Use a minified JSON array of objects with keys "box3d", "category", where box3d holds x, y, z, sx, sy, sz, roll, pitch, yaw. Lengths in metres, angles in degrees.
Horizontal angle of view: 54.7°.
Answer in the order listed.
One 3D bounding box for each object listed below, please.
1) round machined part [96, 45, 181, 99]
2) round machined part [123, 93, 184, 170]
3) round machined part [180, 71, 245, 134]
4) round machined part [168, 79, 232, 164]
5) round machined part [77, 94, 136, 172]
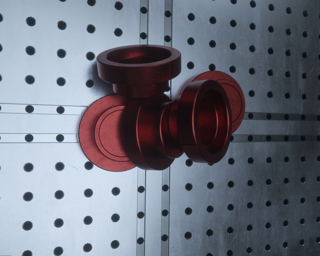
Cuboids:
[{"box3d":[-0.024,-0.067,0.371,0.099,0.098,0.042,-13,120,-20],"category":"round machined part"},{"box3d":[0.002,0.003,0.380,0.099,0.042,0.097,8,80,-57],"category":"round machined part"},{"box3d":[0.079,-0.032,0.434,0.099,0.042,0.097,0,90,-21],"category":"round machined part"},{"box3d":[0.046,-0.007,0.371,0.099,0.042,0.097,2,87,-53],"category":"round machined part"},{"box3d":[-0.051,0.006,0.386,0.099,0.042,0.097,0,90,-21],"category":"round machined part"}]
